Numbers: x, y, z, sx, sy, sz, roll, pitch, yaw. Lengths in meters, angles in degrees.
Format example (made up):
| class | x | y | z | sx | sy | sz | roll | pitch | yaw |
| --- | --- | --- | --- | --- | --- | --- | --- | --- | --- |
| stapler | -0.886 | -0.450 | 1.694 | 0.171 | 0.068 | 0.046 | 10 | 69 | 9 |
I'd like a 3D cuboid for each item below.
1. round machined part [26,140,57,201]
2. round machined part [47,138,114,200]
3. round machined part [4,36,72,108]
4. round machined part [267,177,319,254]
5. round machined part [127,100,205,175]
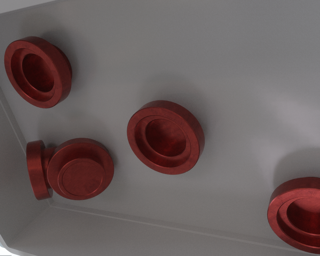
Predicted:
| class | x | y | z | sx | sy | sz | roll | pitch | yaw |
| --- | --- | --- | --- | --- | --- | --- | --- | --- | --- |
| round machined part | -0.188 | 0.067 | 0.516 | 0.042 | 0.098 | 0.097 | -11 | 122 | -14 |
| round machined part | -0.118 | 0.067 | 0.467 | 0.099 | 0.042 | 0.097 | -6 | 111 | -16 |
| round machined part | -0.164 | -0.080 | 0.435 | 0.098 | 0.042 | 0.097 | 13 | 124 | 21 |
| round machined part | 0.180 | 0.096 | 0.362 | 0.098 | 0.042 | 0.097 | 13 | 124 | 21 |
| round machined part | 0.011 | 0.008 | 0.397 | 0.098 | 0.042 | 0.097 | 13 | 124 | 21 |
